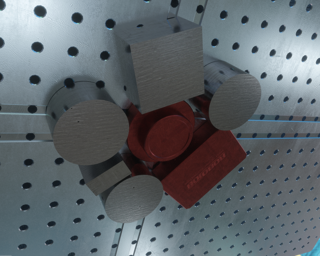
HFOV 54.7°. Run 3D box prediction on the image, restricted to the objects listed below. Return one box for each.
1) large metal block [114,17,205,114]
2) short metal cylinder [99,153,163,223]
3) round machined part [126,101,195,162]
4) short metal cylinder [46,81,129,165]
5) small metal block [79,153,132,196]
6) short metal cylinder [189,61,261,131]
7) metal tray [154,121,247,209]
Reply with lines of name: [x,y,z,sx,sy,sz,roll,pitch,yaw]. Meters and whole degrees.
large metal block: [0.001,-0.072,0.351,0.081,0.050,0.079,-20,126,-17]
short metal cylinder: [-0.042,0.081,0.421,0.081,0.050,0.079,-14,124,-21]
round machined part: [0.003,0.004,0.404,0.099,0.042,0.097,-14,124,-21]
short metal cylinder: [-0.081,-0.005,0.346,0.081,0.050,0.079,-14,124,-21]
small metal block: [-0.070,0.048,0.385,0.050,0.050,0.025,-33,129,-7]
short metal cylinder: [0.086,-0.043,0.414,0.081,0.050,0.079,-14,124,-21]
metal tray: [0.062,0.055,0.475,0.130,0.030,0.090,-42,129,0]
